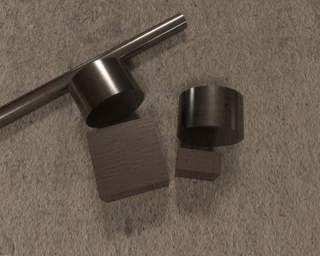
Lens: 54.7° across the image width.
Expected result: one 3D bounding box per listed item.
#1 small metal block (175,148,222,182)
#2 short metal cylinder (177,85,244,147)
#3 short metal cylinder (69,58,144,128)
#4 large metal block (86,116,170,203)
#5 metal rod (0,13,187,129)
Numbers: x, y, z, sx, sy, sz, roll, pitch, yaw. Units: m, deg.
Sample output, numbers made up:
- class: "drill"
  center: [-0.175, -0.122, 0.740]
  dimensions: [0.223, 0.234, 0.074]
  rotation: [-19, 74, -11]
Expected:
- class: "small metal block"
  center: [0.045, 0.046, 0.379]
  dimensions: [0.050, 0.050, 0.025]
  rotation: [7, 70, 2]
- class: "short metal cylinder"
  center: [0.062, -0.012, 0.384]
  dimensions: [0.081, 0.080, 0.050]
  rotation: [4, 70, 1]
- class: "short metal cylinder"
  center: [-0.067, -0.043, 0.394]
  dimensions: [0.080, 0.080, 0.050]
  rotation: [-28, 73, -10]
- class: "large metal block"
  center: [-0.038, 0.039, 0.380]
  dimensions: [0.081, 0.050, 0.080]
  rotation: [-14, 71, -6]
- class: "metal rod"
  center: [-0.093, -0.085, 0.438]
  dimensions: [0.301, 0.025, 0.025]
  rotation: [-31, 73, -11]
